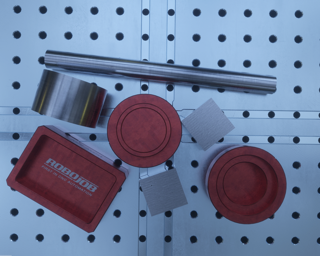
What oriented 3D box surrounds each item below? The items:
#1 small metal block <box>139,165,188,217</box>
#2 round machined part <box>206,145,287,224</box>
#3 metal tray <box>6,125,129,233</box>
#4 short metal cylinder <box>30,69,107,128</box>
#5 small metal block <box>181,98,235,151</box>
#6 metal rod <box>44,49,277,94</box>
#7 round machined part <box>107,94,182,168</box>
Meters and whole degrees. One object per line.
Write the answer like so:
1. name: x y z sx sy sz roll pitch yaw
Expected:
1. small metal block: 0.005 0.083 0.413 0.050 0.025 0.050 -19 90 0
2. round machined part: 0.109 0.071 0.406 0.099 0.042 0.097 0 90 0
3. metal tray: -0.120 0.065 0.409 0.130 0.030 0.090 31 90 0
4. short metal cylinder: -0.111 -0.035 0.385 0.080 0.080 0.050 18 90 0
5. small metal block: 0.062 -0.005 0.414 0.050 0.025 0.050 -38 90 0
6. metal rod: 0.001 -0.075 0.413 0.302 0.025 0.025 7 90 0
7. round machined part: -0.020 0.003 0.404 0.099 0.042 0.097 0 87 0
